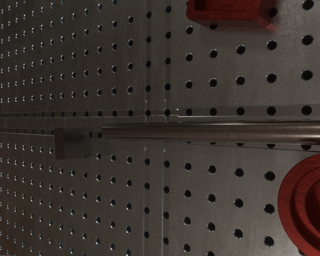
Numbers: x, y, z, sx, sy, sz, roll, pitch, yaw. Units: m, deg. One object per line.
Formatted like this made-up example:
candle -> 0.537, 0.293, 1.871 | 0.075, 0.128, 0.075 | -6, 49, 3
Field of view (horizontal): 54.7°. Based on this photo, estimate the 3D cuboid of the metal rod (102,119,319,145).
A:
metal rod -> 0.037, 0.004, 0.377 | 0.300, 0.025, 0.025 | 0, 90, 39

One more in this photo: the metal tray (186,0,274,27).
metal tray -> 0.084, -0.180, 0.335 | 0.090, 0.030, 0.129 | 17, 101, 38

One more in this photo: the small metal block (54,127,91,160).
small metal block -> -0.143, 0.025, 0.508 | 0.025, 0.050, 0.050 | -7, 86, 39

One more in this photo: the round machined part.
round machined part -> 0.158, 0.068, 0.267 | 0.098, 0.042, 0.097 | 0, 90, 39
